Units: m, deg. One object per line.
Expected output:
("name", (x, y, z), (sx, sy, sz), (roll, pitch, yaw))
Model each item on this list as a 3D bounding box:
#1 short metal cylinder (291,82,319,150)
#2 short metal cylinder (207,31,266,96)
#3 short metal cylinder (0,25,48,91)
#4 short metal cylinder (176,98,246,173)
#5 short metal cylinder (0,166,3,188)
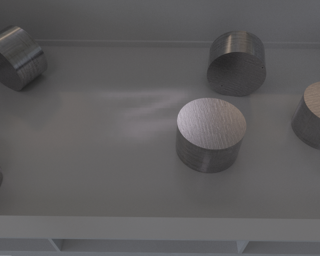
("short metal cylinder", (0.220, -0.016, 0.403), (0.080, 0.050, 0.080), (0, 50, 0))
("short metal cylinder", (0.110, -0.092, 0.447), (0.080, 0.080, 0.050), (7, 51, 6))
("short metal cylinder", (-0.214, -0.102, 0.453), (0.080, 0.080, 0.050), (25, 54, 19))
("short metal cylinder", (0.060, 0.009, 0.382), (0.080, 0.050, 0.080), (0, 50, 0))
("short metal cylinder", (-0.227, 0.051, 0.344), (0.080, 0.050, 0.080), (0, 50, 0))
